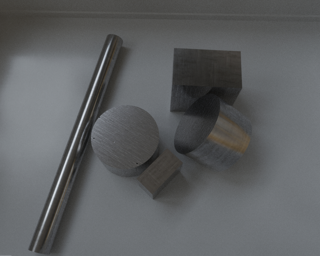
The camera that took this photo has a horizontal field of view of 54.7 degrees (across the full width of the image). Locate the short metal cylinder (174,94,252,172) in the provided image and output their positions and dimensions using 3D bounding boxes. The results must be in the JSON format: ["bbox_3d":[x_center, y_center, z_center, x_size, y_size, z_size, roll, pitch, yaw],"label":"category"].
[{"bbox_3d":[0.062,0.006,0.372,0.050,0.080,0.080,31,70,-23],"label":"short metal cylinder"}]

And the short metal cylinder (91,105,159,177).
[{"bbox_3d":[-0.041,0.018,0.389,0.081,0.050,0.080,0,70,0],"label":"short metal cylinder"}]

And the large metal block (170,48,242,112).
[{"bbox_3d":[0.056,-0.058,0.402,0.081,0.080,0.050,3,70,1],"label":"large metal block"}]

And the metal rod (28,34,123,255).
[{"bbox_3d":[-0.103,0.006,0.406,0.025,0.025,0.299,13,70,4],"label":"metal rod"}]

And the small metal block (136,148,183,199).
[{"bbox_3d":[0.000,0.057,0.376,0.025,0.050,0.050,43,75,13],"label":"small metal block"}]
